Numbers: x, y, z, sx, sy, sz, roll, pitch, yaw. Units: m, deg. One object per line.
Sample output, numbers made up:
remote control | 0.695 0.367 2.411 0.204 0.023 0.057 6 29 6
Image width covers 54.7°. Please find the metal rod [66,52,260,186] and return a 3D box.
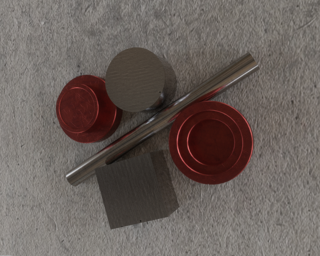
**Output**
metal rod | -0.008 -0.003 0.414 0.300 0.025 0.025 -33 80 16

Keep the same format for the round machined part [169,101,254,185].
round machined part | 0.064 0.017 0.378 0.098 0.042 0.097 0 90 20

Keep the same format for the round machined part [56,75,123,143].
round machined part | -0.106 -0.027 0.438 0.098 0.042 0.097 0 90 20

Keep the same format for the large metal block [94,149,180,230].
large metal block | -0.029 0.079 0.408 0.080 0.050 0.080 -18 84 19

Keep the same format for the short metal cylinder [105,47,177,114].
short metal cylinder | -0.023 -0.060 0.405 0.080 0.050 0.079 0 90 20
